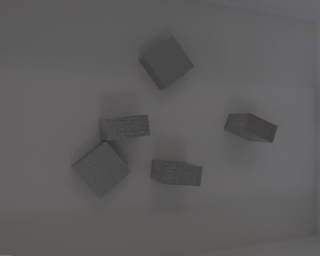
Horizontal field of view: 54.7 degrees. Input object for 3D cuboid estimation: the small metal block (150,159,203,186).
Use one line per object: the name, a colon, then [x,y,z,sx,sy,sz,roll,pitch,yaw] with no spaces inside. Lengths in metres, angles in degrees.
small metal block: [0.020,0.058,0.405,0.050,0.050,0.025,7,88,-20]

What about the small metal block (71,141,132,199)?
small metal block: [-0.073,0.051,0.384,0.050,0.025,0.050,-41,103,-15]

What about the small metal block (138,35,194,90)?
small metal block: [0.009,-0.086,0.413,0.050,0.025,0.050,-40,103,-16]

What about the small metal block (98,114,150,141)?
small metal block: [-0.045,-0.001,0.380,0.050,0.050,0.025,-7,93,-20]

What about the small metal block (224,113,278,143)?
small metal block: [0.129,0.000,0.445,0.050,0.050,0.025,22,83,-19]
